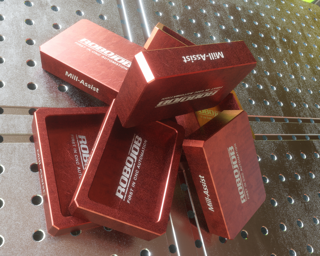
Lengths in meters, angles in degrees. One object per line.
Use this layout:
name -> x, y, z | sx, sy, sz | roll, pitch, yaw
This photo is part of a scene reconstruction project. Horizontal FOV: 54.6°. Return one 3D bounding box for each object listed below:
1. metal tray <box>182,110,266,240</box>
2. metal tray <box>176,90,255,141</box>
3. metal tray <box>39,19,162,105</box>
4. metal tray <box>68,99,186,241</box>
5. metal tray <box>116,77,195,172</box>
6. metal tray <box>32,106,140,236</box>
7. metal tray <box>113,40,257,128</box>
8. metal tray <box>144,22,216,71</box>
metal tray -> 0.082, 0.054, 0.373 | 0.091, 0.030, 0.129 | -33, 113, -37
metal tray -> 0.073, -0.020, 0.432 | 0.131, 0.030, 0.090 | 6, 58, -45
metal tray -> -0.071, -0.083, 0.395 | 0.130, 0.030, 0.090 | 29, 51, 10
metal tray -> -0.028, 0.040, 0.326 | 0.090, 0.030, 0.130 | 24, 53, -13
metal tray -> -0.008, -0.007, 0.404 | 0.091, 0.030, 0.130 | -4, 61, -32
metal tray -> -0.082, 0.040, 0.337 | 0.091, 0.030, 0.130 | -4, 63, -31
metal tray -> 0.025, -0.046, 0.325 | 0.131, 0.090, 0.030 | -14, 69, -29
metal tray -> 0.028, -0.112, 0.444 | 0.090, 0.030, 0.130 | 29, 19, -9
